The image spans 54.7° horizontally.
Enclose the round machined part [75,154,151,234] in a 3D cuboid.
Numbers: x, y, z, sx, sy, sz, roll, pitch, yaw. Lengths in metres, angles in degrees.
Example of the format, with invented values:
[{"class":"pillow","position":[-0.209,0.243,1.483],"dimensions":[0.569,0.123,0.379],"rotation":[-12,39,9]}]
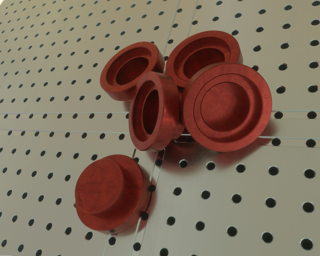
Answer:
[{"class":"round machined part","position":[-0.065,0.077,0.383],"dimensions":[0.098,0.042,0.098],"rotation":[-13,56,20]}]

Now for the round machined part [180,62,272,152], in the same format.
[{"class":"round machined part","position":[0.071,-0.026,0.351],"dimensions":[0.098,0.098,0.042],"rotation":[-37,17,3]}]

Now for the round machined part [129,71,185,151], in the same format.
[{"class":"round machined part","position":[-0.001,-0.019,0.387],"dimensions":[0.098,0.042,0.098],"rotation":[-20,67,59]}]

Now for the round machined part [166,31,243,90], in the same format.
[{"class":"round machined part","position":[0.061,-0.079,0.411],"dimensions":[0.098,0.042,0.098],"rotation":[-13,54,19]}]

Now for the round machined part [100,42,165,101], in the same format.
[{"class":"round machined part","position":[-0.036,-0.078,0.457],"dimensions":[0.098,0.042,0.098],"rotation":[-18,48,21]}]
